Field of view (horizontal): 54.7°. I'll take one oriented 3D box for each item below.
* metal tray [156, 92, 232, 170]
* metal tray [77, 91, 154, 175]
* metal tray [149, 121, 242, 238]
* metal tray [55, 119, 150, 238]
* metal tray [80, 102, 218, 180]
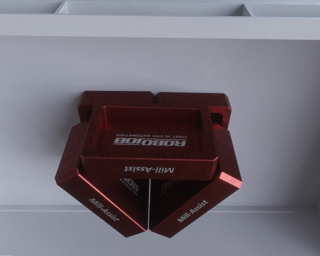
[{"bbox_3d":[0.039,0.015,0.417,0.091,0.030,0.129,1,129,-1],"label":"metal tray"},{"bbox_3d":[-0.053,0.013,0.415,0.091,0.030,0.129,0,129,0],"label":"metal tray"},{"bbox_3d":[0.036,0.064,0.378,0.030,0.090,0.129,29,125,-22],"label":"metal tray"},{"bbox_3d":[-0.061,0.061,0.376,0.030,0.090,0.130,-25,126,20],"label":"metal tray"},{"bbox_3d":[-0.010,0.011,0.333,0.131,0.090,0.030,2,130,-1],"label":"metal tray"}]
